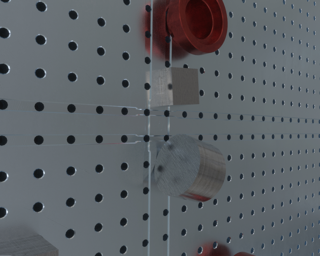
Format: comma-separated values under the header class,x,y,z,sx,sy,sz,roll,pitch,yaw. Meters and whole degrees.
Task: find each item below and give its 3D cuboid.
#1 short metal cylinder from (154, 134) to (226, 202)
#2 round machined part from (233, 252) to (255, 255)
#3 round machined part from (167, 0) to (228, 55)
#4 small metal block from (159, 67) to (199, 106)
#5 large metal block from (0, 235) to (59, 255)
class,x,y,z,sx,sy,sz,roll,pitch,yaw
short metal cylinder,0.038,0.053,0.405,0.050,0.080,0.080,22,76,-38
round machined part,0.126,0.252,0.504,0.099,0.042,0.097,0,90,-40
round machined part,0.048,-0.152,0.438,0.099,0.042,0.097,0,90,-40
small metal block,0.027,-0.057,0.432,0.050,0.025,0.050,-5,94,-40
large metal block,-0.140,0.150,0.276,0.081,0.050,0.080,1,89,-40
